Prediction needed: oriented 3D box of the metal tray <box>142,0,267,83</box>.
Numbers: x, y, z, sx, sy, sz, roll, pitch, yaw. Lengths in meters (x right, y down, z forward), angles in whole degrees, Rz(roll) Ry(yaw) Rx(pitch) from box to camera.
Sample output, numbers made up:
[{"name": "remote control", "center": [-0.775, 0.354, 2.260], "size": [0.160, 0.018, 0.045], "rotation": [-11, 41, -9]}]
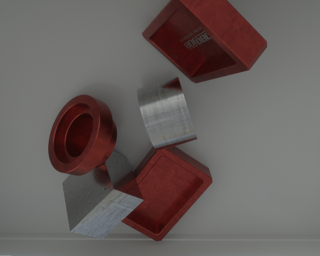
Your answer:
[{"name": "metal tray", "center": [0.037, -0.092, 0.321], "size": [0.090, 0.130, 0.030], "rotation": [40, 82, -14]}]

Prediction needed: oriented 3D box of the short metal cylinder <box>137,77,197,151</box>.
[{"name": "short metal cylinder", "center": [0.010, -0.017, 0.376], "size": [0.050, 0.080, 0.080], "rotation": [-17, 110, 6]}]

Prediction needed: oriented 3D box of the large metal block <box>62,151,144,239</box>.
[{"name": "large metal block", "center": [-0.077, 0.082, 0.404], "size": [0.080, 0.080, 0.050], "rotation": [-45, 132, 14]}]

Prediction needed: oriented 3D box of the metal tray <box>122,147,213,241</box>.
[{"name": "metal tray", "center": [0.000, 0.091, 0.442], "size": [0.090, 0.030, 0.129], "rotation": [34, 106, -12]}]

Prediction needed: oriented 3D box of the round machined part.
[{"name": "round machined part", "center": [-0.092, 0.011, 0.386], "size": [0.098, 0.098, 0.042], "rotation": [-49, 139, 15]}]
